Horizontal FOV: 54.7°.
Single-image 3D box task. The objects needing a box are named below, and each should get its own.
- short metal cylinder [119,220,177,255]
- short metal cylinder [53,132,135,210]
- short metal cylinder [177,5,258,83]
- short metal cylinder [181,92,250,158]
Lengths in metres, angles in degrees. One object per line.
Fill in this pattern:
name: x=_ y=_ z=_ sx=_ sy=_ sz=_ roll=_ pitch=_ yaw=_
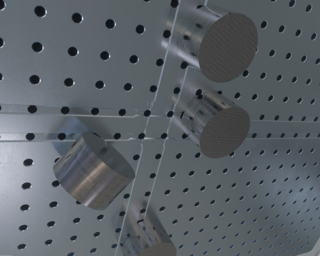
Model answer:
short metal cylinder: x=-0.020 y=0.199 z=0.507 sx=0.081 sy=0.050 sz=0.079 roll=-14 pitch=124 yaw=-21
short metal cylinder: x=-0.076 y=0.049 z=0.365 sx=0.050 sy=0.080 sz=0.080 roll=-47 pitch=129 yaw=5
short metal cylinder: x=0.068 y=-0.100 z=0.370 sx=0.081 sy=0.050 sz=0.079 roll=-14 pitch=124 yaw=-21
short metal cylinder: x=0.078 y=-0.004 z=0.434 sx=0.081 sy=0.050 sz=0.079 roll=-14 pitch=125 yaw=-21
